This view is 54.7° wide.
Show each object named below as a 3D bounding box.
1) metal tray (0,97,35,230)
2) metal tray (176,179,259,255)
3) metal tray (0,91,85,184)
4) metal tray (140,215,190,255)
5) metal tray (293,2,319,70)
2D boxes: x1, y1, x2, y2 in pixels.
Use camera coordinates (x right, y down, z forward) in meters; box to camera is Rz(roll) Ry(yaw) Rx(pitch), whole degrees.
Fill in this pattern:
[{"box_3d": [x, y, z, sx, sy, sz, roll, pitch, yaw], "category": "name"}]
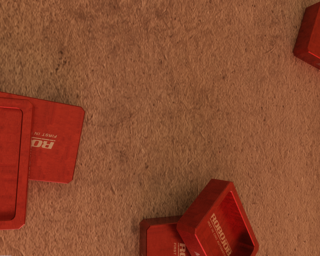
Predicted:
[{"box_3d": [-0.178, 0.033, 0.307, 0.091, 0.030, 0.129, 4, 89, -20], "category": "metal tray"}, {"box_3d": [0.081, 0.143, 0.406, 0.090, 0.030, 0.130, -43, 118, -35], "category": "metal tray"}, {"box_3d": [-0.159, 0.009, 0.348, 0.131, 0.030, 0.090, 10, 87, -20], "category": "metal tray"}, {"box_3d": [0.020, 0.186, 0.414, 0.091, 0.030, 0.129, 1, 90, -20], "category": "metal tray"}, {"box_3d": [0.290, -0.139, 0.513, 0.131, 0.030, 0.090, 21, 83, -19], "category": "metal tray"}]
